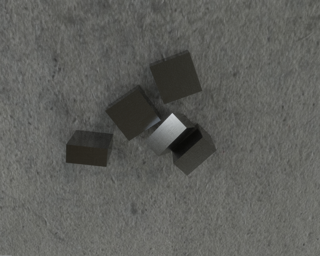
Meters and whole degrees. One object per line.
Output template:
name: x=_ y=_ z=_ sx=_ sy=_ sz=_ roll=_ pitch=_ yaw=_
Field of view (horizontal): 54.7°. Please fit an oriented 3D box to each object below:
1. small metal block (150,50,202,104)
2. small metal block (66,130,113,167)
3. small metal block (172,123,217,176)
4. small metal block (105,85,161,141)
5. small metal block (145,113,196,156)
small metal block: x=0.020 y=-0.064 z=0.387 sx=0.050 sy=0.025 sz=0.050 roll=-19 pitch=109 yaw=6
small metal block: x=-0.090 y=0.026 z=0.405 sx=0.050 sy=0.050 sz=0.025 roll=7 pitch=110 yaw=-3
small metal block: x=0.043 y=0.027 z=0.407 sx=0.025 sy=0.050 sz=0.050 roll=43 pitch=104 yaw=-15
small metal block: x=-0.034 y=-0.020 z=0.402 sx=0.050 sy=0.025 sz=0.050 roll=-33 pitch=107 yaw=11
small metal block: x=0.015 y=0.008 z=0.396 sx=0.050 sy=0.050 sz=0.025 roll=-46 pitch=77 yaw=14
